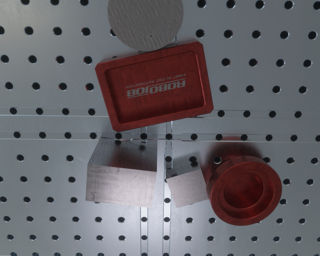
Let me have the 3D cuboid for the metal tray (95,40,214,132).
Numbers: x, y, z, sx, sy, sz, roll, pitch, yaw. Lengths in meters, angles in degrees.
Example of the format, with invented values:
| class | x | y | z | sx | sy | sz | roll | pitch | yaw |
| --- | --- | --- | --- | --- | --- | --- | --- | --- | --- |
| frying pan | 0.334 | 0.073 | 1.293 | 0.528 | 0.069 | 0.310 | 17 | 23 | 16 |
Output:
| class | x | y | z | sx | sy | sz | roll | pitch | yaw |
| --- | --- | --- | --- | --- | --- | --- | --- | --- | --- |
| metal tray | -0.005 | -0.052 | 0.391 | 0.131 | 0.030 | 0.089 | -12 | 110 | 4 |

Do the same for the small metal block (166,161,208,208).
| class | x | y | z | sx | sy | sz | roll | pitch | yaw |
| --- | --- | --- | --- | --- | --- | --- | --- | --- | --- |
| small metal block | 0.040 | 0.081 | 0.444 | 0.050 | 0.025 | 0.050 | -17 | 109 | 6 |

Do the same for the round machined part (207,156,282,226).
| class | x | y | z | sx | sy | sz | roll | pitch | yaw |
| --- | --- | --- | --- | --- | --- | --- | --- | --- | --- |
| round machined part | 0.114 | 0.083 | 0.432 | 0.099 | 0.042 | 0.097 | -2 | 108 | -6 |

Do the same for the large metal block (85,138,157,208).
| class | x | y | z | sx | sy | sz | roll | pitch | yaw |
| --- | --- | --- | --- | --- | --- | --- | --- | --- | --- |
| large metal block | -0.047 | 0.056 | 0.404 | 0.081 | 0.080 | 0.050 | 7 | 110 | -3 |

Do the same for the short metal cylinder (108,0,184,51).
| class | x | y | z | sx | sy | sz | roll | pitch | yaw |
| --- | --- | --- | --- | --- | --- | --- | --- | --- | --- |
| short metal cylinder | -0.015 | -0.131 | 0.352 | 0.081 | 0.050 | 0.079 | 0 | 110 | 0 |
